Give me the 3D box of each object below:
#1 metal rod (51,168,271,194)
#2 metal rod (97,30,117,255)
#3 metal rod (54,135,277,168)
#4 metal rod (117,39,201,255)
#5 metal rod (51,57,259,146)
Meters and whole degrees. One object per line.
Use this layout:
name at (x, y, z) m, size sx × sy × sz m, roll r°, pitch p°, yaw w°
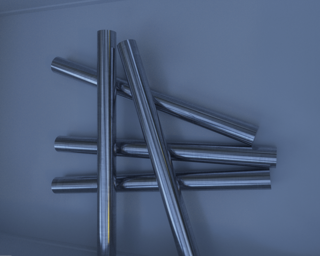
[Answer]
metal rod at (-0.012, 0.073, 0.412) m, size 0.301 × 0.025 × 0.025 m, roll -5°, pitch 88°, yaw 19°
metal rod at (-0.070, 0.024, 0.405) m, size 0.025 × 0.025 × 0.298 m, roll 0°, pitch 90°, yaw 19°
metal rod at (-0.007, 0.029, 0.410) m, size 0.301 × 0.025 × 0.025 m, roll 2°, pitch 91°, yaw 19°
metal rod at (0.000, 0.034, 0.381) m, size 0.025 × 0.025 × 0.299 m, roll -19°, pitch 84°, yaw 19°
metal rod at (-0.020, -0.042, 0.414) m, size 0.301 × 0.025 × 0.025 m, roll 21°, pitch 97°, yaw 18°
